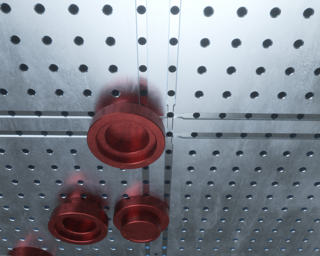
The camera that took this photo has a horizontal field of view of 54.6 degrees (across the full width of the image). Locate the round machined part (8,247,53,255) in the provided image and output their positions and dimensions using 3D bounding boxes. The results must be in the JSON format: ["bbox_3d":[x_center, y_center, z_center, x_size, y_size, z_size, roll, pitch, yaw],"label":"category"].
[{"bbox_3d":[-0.275,0.292,0.647,0.099,0.042,0.097,0,130,0],"label":"round machined part"}]

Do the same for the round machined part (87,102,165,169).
[{"bbox_3d":[-0.042,0.006,0.405,0.099,0.042,0.097,0,130,0],"label":"round machined part"}]

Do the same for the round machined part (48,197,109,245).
[{"bbox_3d":[-0.137,0.156,0.532,0.099,0.042,0.097,0,130,0],"label":"round machined part"}]

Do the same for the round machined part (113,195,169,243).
[{"bbox_3d":[-0.033,0.164,0.539,0.099,0.042,0.097,0,130,0],"label":"round machined part"}]
